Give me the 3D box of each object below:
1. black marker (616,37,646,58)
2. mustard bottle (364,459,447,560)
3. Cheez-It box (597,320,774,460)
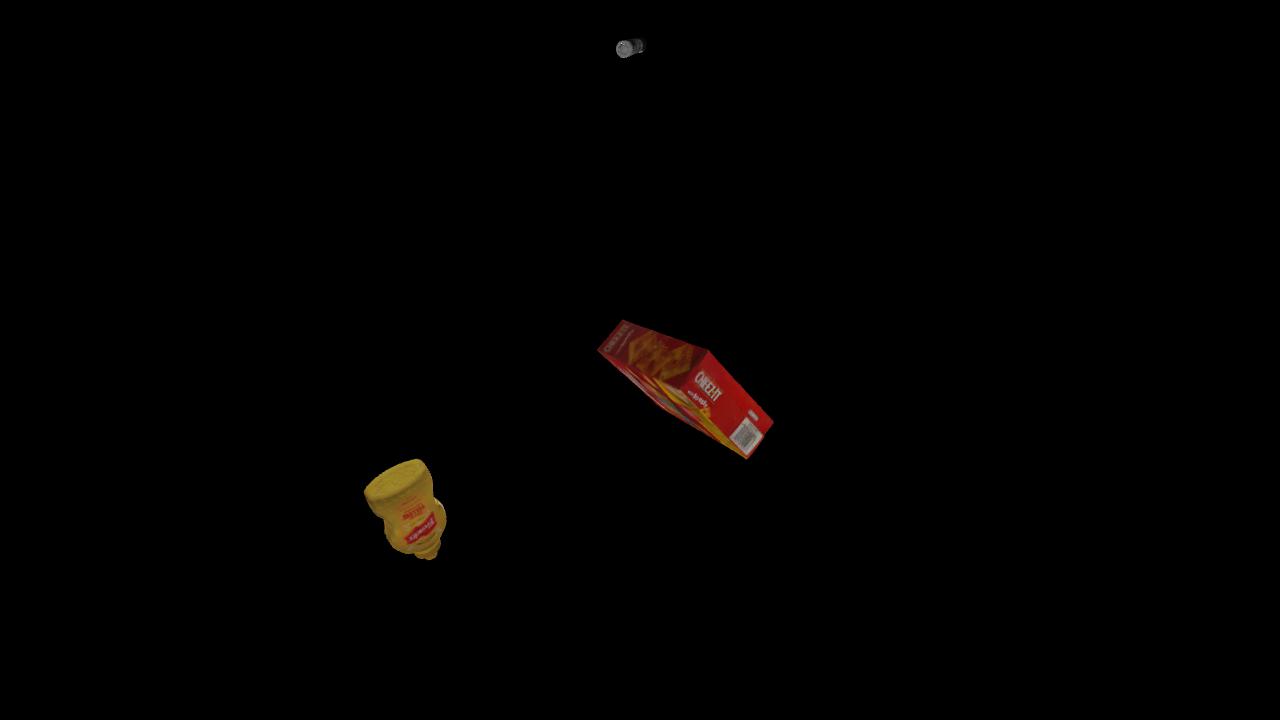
[{"bbox_3d":[-0.010,-0.405,0.795,0.020,0.020,0.121,0,29,12],"label":"black marker"},{"bbox_3d":[-0.338,0.238,0.920,0.054,0.184,0.092,25,46,35],"label":"mustard bottle"},{"bbox_3d":[0.059,0.034,0.863,0.166,0.071,0.223,44,-11,-32],"label":"Cheez-It box"}]
